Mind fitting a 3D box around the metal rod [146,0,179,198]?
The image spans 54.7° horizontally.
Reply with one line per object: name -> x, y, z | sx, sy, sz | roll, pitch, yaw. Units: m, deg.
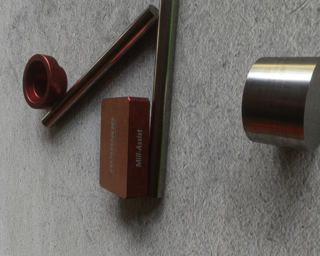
metal rod -> 0.004, -0.060, 0.401 | 0.025, 0.025, 0.298 | 7, 95, 40

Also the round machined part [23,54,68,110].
round machined part -> -0.206, -0.082, 0.564 | 0.098, 0.042, 0.097 | 0, 90, 40

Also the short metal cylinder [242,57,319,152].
short metal cylinder -> 0.114, -0.023, 0.275 | 0.050, 0.081, 0.079 | 10, 97, 39

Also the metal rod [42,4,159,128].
metal rod -> -0.107, -0.082, 0.492 | 0.299, 0.025, 0.025 | -35, 69, 34

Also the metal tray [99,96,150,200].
metal tray -> -0.051, 0.024, 0.428 | 0.090, 0.030, 0.129 | 4, 93, 57
